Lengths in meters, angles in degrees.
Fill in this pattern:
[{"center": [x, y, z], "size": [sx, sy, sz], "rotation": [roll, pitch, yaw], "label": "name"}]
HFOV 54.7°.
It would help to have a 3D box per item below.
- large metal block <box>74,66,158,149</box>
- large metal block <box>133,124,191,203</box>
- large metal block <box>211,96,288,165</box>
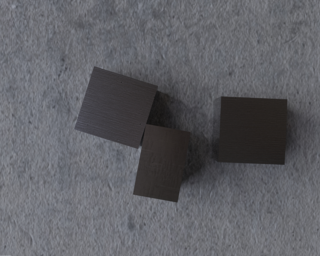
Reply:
[{"center": [-0.053, -0.025, 0.397], "size": [0.080, 0.050, 0.080], "rotation": [17, 90, -1], "label": "large metal block"}, {"center": [0.002, 0.039, 0.383], "size": [0.050, 0.080, 0.080], "rotation": [10, 90, 0], "label": "large metal block"}, {"center": [0.112, 0.003, 0.399], "size": [0.081, 0.050, 0.079], "rotation": [2, 90, -1], "label": "large metal block"}]
